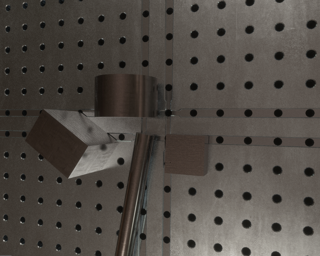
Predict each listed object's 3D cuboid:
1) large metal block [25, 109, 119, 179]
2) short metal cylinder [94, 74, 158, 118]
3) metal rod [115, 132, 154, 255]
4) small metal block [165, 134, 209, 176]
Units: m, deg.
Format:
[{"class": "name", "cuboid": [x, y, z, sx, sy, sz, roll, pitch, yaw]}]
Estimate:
[{"class": "large metal block", "cuboid": [-0.117, 0.019, 0.423, 0.080, 0.080, 0.050, 36, 102, 16]}, {"class": "short metal cylinder", "cuboid": [-0.043, -0.038, 0.398, 0.080, 0.080, 0.050, 1, 90, 19]}, {"class": "metal rod", "cuboid": [-0.046, 0.154, 0.427, 0.025, 0.025, 0.298, 11, 94, 19]}, {"class": "small metal block", "cuboid": [0.035, 0.034, 0.400, 0.050, 0.025, 0.050, 2, 91, 19]}]
